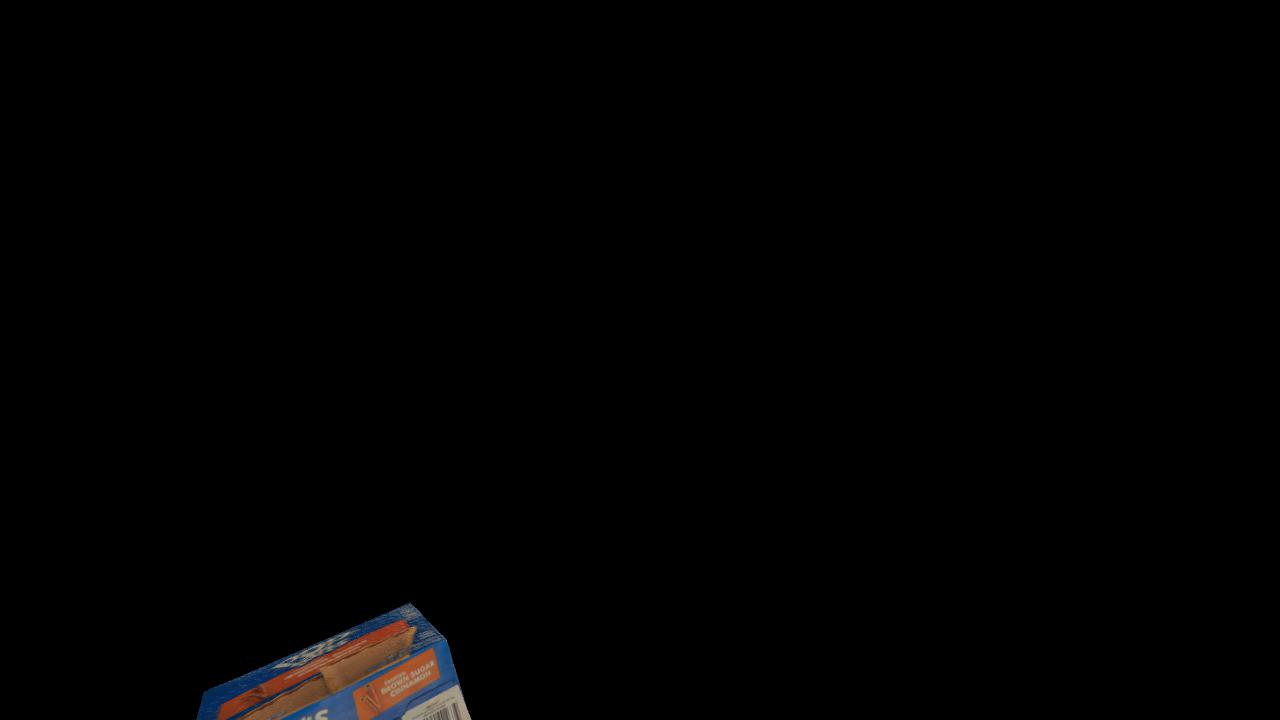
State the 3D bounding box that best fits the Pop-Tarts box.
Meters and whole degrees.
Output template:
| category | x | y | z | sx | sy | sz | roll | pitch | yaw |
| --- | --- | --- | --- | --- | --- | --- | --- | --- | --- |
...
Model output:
| category | x | y | z | sx | sy | sz | roll | pitch | yaw |
| --- | --- | --- | --- | --- | --- | --- | --- | --- | --- |
| Pop-Tarts box | -0.235 | 0.273 | 0.476 | 0.167 | 0.083 | 0.141 | -15 | 0 | -32 |
